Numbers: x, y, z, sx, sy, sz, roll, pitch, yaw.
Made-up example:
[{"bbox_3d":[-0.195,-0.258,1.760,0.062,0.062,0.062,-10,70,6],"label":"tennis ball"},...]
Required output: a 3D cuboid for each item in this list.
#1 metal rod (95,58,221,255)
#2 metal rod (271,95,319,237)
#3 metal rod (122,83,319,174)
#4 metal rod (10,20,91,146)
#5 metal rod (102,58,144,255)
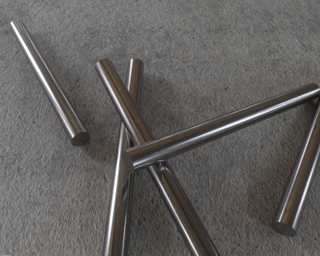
[{"bbox_3d":[-0.011,0.028,0.355,0.025,0.025,0.299,-21,61,-17],"label":"metal rod"},{"bbox_3d":[0.203,0.005,0.400,0.025,0.025,0.301,25,54,19],"label":"metal rod"},{"bbox_3d":[0.095,-0.009,0.380,0.302,0.025,0.025,-19,52,-28],"label":"metal rod"},{"bbox_3d":[-0.177,-0.084,0.472,0.025,0.025,0.300,-25,54,-20],"label":"metal rod"},{"bbox_3d":[-0.041,0.016,0.389,0.025,0.025,0.300,1,50,1],"label":"metal rod"}]
